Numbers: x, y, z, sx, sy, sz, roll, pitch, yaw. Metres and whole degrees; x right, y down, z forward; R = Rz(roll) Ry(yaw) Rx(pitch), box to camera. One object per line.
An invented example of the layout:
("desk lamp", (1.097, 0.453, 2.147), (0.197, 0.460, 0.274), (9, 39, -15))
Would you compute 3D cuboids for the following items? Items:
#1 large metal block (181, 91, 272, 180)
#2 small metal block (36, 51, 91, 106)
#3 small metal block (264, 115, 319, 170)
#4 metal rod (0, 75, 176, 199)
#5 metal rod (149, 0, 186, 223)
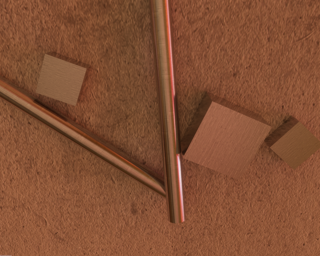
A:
("large metal block", (0.081, 0.009, 0.401), (0.080, 0.050, 0.079), (22, 108, -9))
("small metal block", (-0.120, -0.061, 0.385), (0.050, 0.025, 0.050), (19, 109, -8))
("small metal block", (0.180, 0.020, 0.420), (0.050, 0.025, 0.050), (40, 105, -14))
("metal rod", (-0.094, 0.019, 0.415), (0.301, 0.025, 0.025), (34, 106, -12))
("metal rod", (0.011, -0.019, 0.388), (0.025, 0.025, 0.298), (-5, 105, 1))
